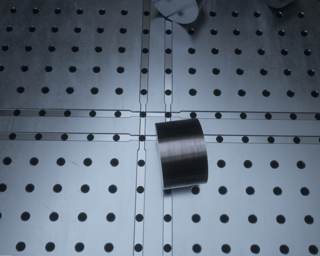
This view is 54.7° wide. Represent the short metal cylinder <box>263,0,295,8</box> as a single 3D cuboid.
[{"bbox_3d":[0.190,-0.232,0.470,0.050,0.080,0.080,-32,74,-11],"label":"short metal cylinder"}]

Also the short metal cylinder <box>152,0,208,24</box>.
[{"bbox_3d":[0.032,-0.203,0.457,0.080,0.080,0.050,28,72,9],"label":"short metal cylinder"}]

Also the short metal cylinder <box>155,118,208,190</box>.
[{"bbox_3d":[0.024,0.030,0.372,0.050,0.080,0.080,-7,70,-3],"label":"short metal cylinder"}]
